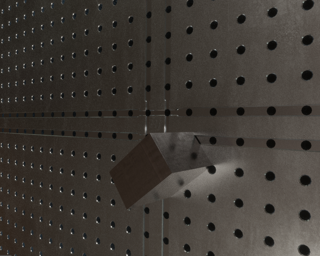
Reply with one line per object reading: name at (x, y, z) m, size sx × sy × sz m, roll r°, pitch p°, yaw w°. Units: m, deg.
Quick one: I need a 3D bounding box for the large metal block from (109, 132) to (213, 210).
large metal block at (0.001, 0.049, 0.371) m, size 0.080 × 0.081 × 0.050 m, roll -44°, pitch 64°, yaw 31°
